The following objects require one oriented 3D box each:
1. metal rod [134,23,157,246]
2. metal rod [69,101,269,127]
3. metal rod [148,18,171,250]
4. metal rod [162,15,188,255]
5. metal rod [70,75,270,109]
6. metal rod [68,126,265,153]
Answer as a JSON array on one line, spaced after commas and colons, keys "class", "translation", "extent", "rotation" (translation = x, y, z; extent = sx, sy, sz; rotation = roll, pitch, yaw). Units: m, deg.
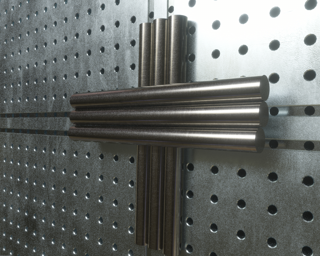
[{"class": "metal rod", "translation": [-0.019, 0.009, 0.426], "extent": [0.025, 0.025, 0.298], "rotation": [2, 92, 40]}, {"class": "metal rod", "translation": [-0.016, -0.015, 0.391], "extent": [0.300, 0.025, 0.025], "rotation": [1, 91, 40]}, {"class": "metal rod", "translation": [0.000, 0.009, 0.411], "extent": [0.025, 0.025, 0.298], "rotation": [2, 92, 40]}, {"class": "metal rod", "translation": [0.019, 0.010, 0.395], "extent": [0.025, 0.025, 0.298], "rotation": [2, 92, 40]}, {"class": "metal rod", "translation": [-0.016, -0.040, 0.391], "extent": [0.300, 0.025, 0.025], "rotation": [1, 91, 40]}, {"class": "metal rod", "translation": [-0.019, 0.010, 0.393], "extent": [0.300, 0.025, 0.025], "rotation": [1, 91, 40]}]
